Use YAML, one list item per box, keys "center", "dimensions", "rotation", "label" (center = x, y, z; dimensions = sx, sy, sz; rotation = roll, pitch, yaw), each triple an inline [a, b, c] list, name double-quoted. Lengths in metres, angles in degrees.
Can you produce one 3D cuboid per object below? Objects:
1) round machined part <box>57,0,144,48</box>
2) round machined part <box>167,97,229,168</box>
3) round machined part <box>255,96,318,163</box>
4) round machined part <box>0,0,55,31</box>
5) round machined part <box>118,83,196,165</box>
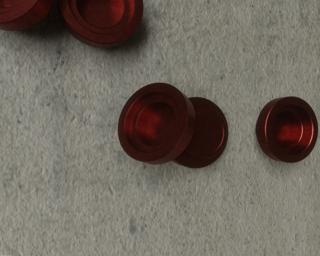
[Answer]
- center: [-0.073, -0.145, 0.373]
  dimensions: [0.099, 0.042, 0.097]
  rotation: [0, 90, -21]
  label: "round machined part"
- center: [0.051, 0.007, 0.420]
  dimensions: [0.099, 0.042, 0.097]
  rotation: [0, 90, -21]
  label: "round machined part"
- center: [0.186, 0.002, 0.471]
  dimensions: [0.099, 0.042, 0.097]
  rotation: [0, 90, -21]
  label: "round machined part"
- center: [-0.151, -0.150, 0.329]
  dimensions: [0.098, 0.042, 0.097]
  rotation: [-1, 86, 11]
  label: "round machined part"
- center: [0.000, -0.003, 0.381]
  dimensions: [0.042, 0.098, 0.098]
  rotation: [28, 78, -54]
  label: "round machined part"
